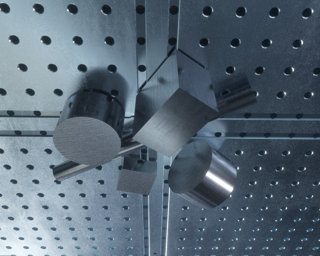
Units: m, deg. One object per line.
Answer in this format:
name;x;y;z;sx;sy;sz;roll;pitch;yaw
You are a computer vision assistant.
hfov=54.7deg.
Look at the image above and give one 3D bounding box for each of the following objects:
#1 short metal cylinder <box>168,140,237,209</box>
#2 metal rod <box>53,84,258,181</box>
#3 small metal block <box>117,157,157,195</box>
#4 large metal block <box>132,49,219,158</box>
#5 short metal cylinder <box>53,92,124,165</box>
short metal cylinder;0.057;0.064;0.426;0.050;0.080;0.080;36;121;-27
metal rod;-0.019;0.013;0.418;0.300;0.025;0.025;-22;127;18
small metal block;-0.035;0.073;0.469;0.050;0.025;0.050;12;129;-10
large metal block;0.014;-0.028;0.348;0.050;0.080;0.080;29;124;-23
short metal cylinder;-0.087;0.001;0.391;0.081;0.050;0.079;0;130;0
